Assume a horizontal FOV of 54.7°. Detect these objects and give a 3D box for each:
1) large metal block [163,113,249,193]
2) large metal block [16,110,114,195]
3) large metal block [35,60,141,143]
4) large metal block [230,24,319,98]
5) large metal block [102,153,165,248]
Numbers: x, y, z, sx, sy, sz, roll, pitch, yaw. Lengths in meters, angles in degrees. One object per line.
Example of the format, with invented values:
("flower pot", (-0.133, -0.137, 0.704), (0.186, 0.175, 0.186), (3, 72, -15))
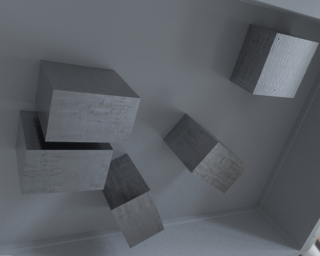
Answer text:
("large metal block", (0.063, 0.035, 0.431), (0.050, 0.080, 0.080), (-50, 129, 7))
("large metal block", (-0.105, 0.023, 0.331), (0.081, 0.080, 0.050), (2, 117, -30))
("large metal block", (-0.077, -0.027, 0.315), (0.081, 0.080, 0.050), (3, 117, -30))
("large metal block", (0.154, -0.090, 0.424), (0.081, 0.050, 0.079), (1, 118, -29))
("large metal block", (-0.042, 0.095, 0.410), (0.050, 0.080, 0.080), (-25, 128, -13))
